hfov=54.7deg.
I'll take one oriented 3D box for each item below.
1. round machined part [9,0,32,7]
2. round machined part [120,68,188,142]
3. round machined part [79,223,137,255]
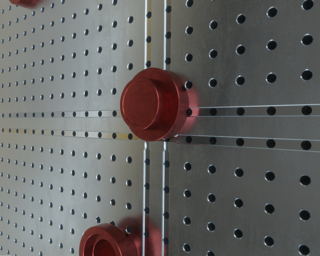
[{"bbox_3d":[-0.295,-0.305,0.638,0.098,0.042,0.097,0,90,39],"label":"round machined part"},{"bbox_3d":[-0.015,-0.031,0.408,0.098,0.042,0.097,0,90,39],"label":"round machined part"},{"bbox_3d":[-0.072,0.189,0.455,0.098,0.042,0.097,0,90,39],"label":"round machined part"}]
